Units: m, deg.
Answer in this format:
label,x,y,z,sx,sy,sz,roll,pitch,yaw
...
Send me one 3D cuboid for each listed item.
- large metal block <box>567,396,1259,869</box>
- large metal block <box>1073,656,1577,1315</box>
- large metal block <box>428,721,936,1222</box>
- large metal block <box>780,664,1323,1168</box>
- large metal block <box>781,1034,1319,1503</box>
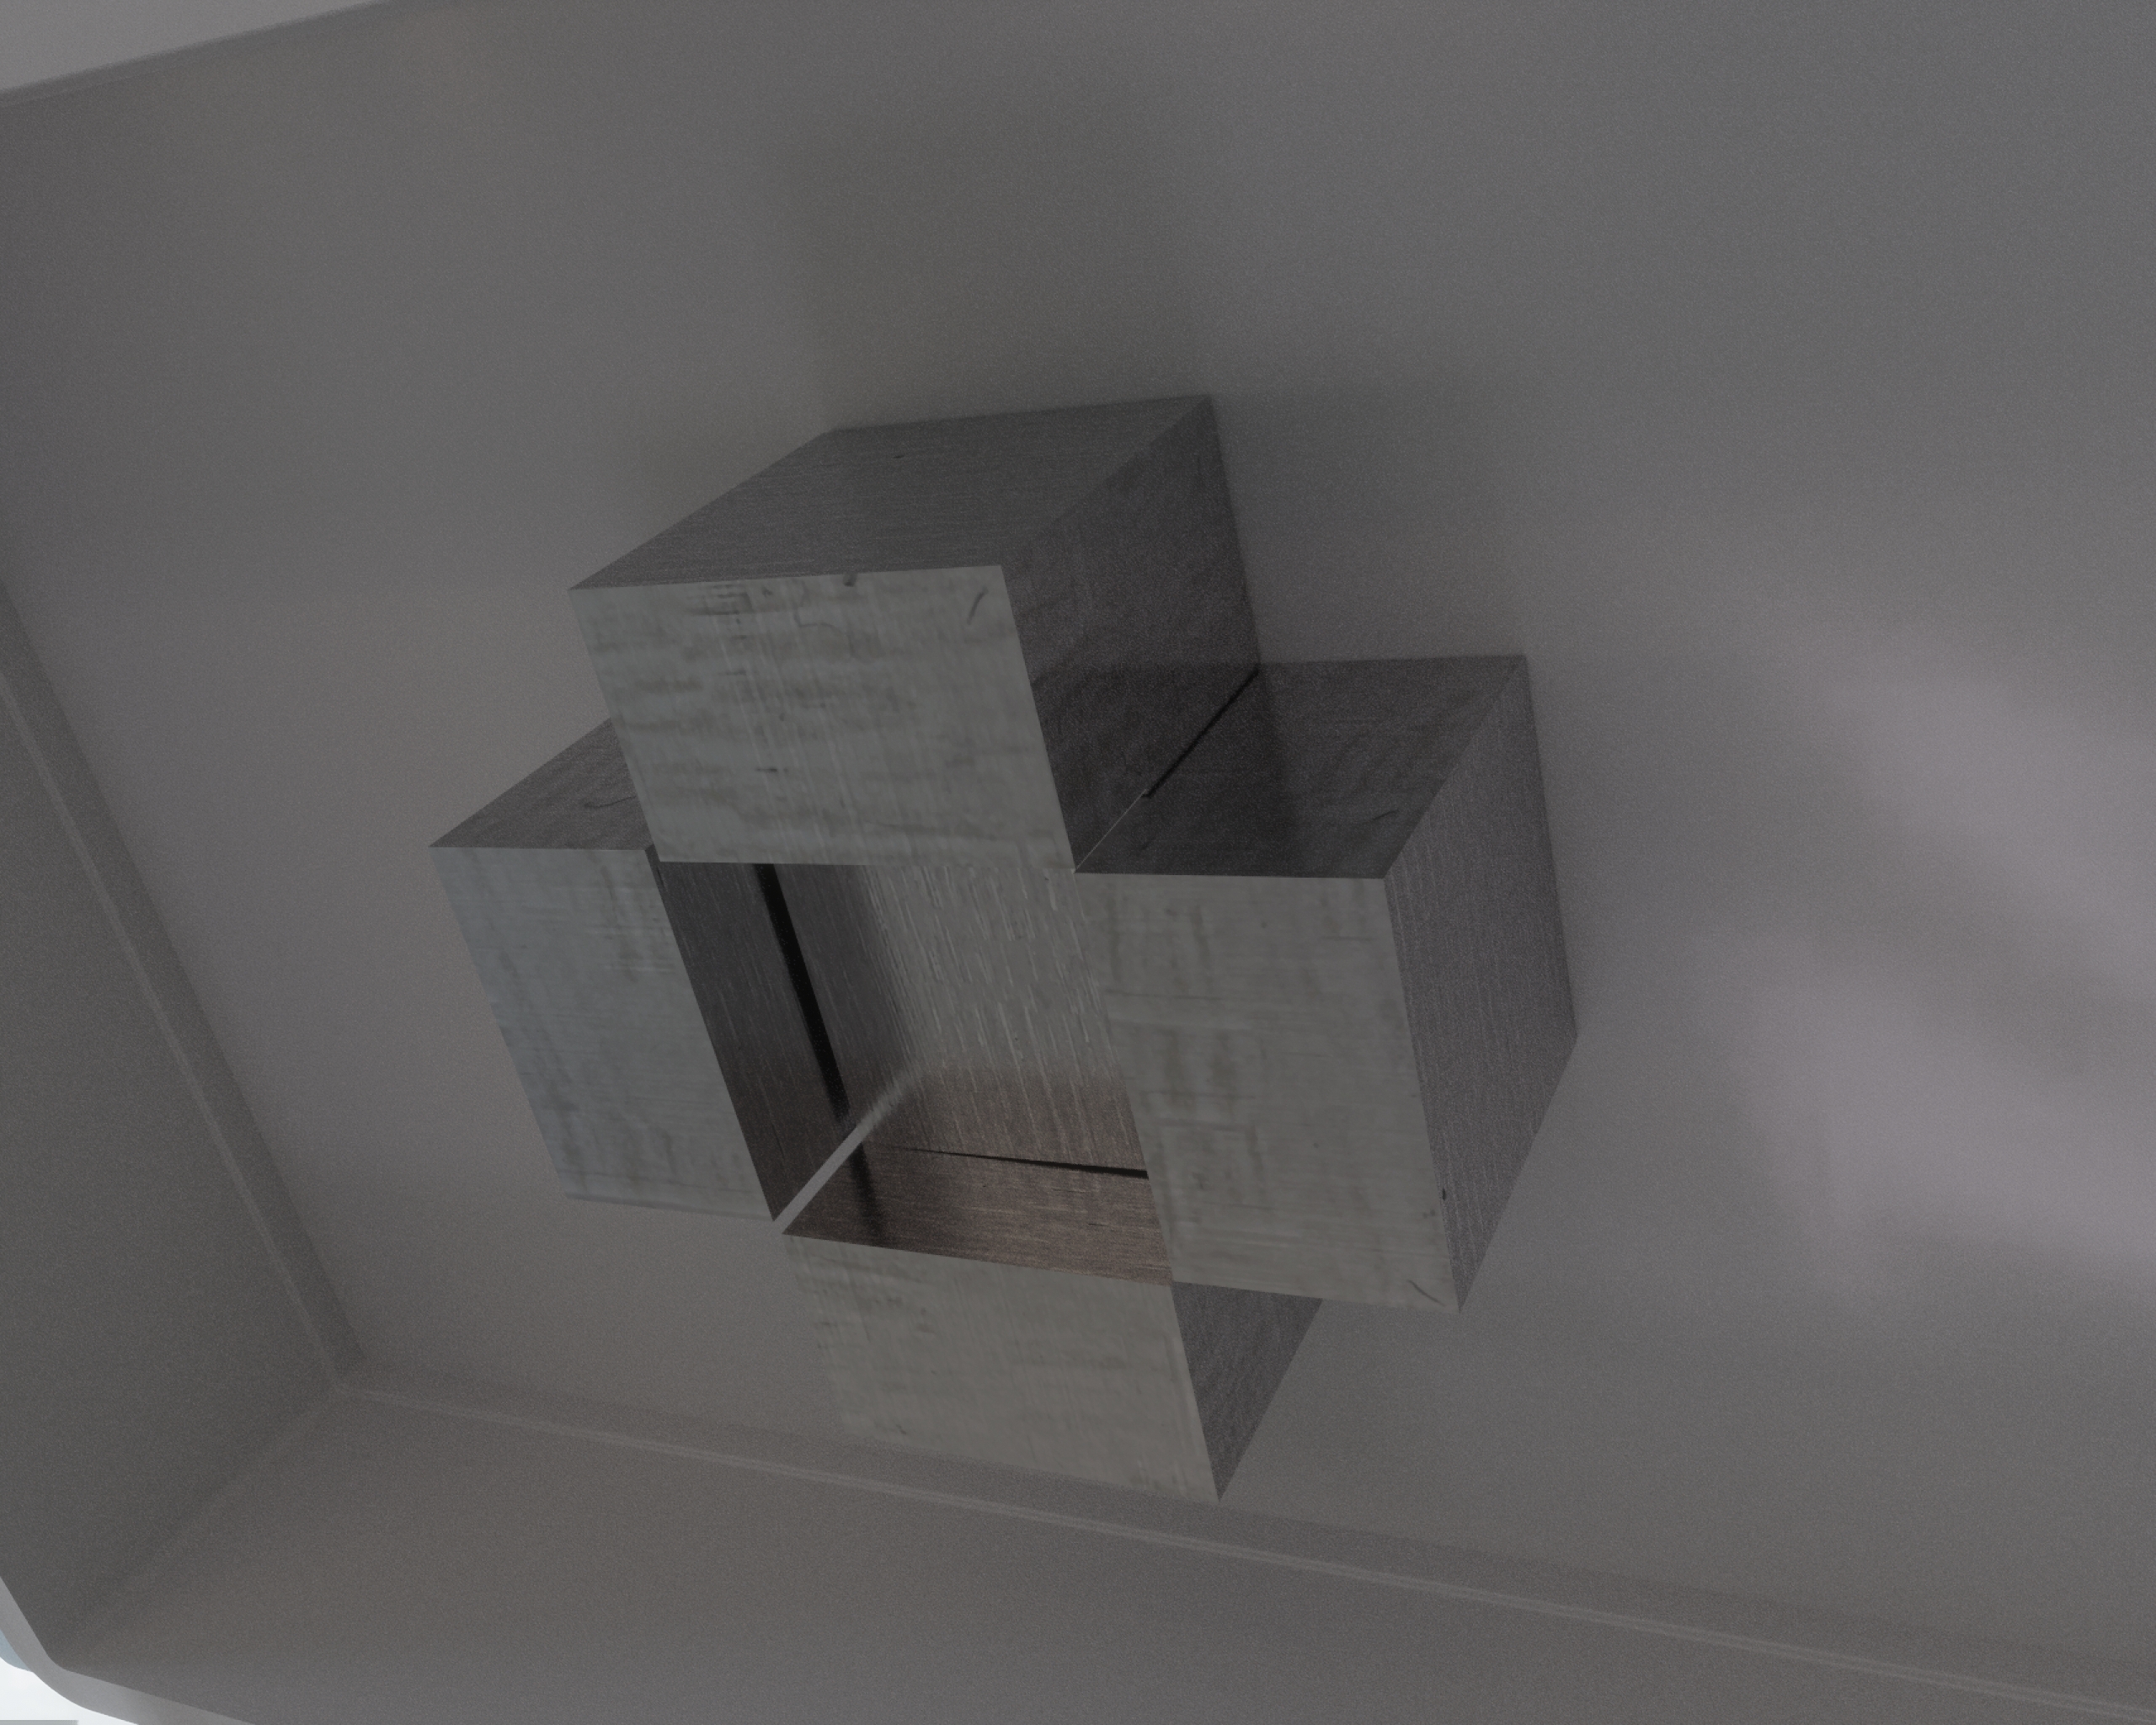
label,x,y,z,sx,sy,sz,roll,pitch,yaw
large metal block,-0.024,-0.040,0.359,0.080,0.080,0.050,1,119,28
large metal block,0.047,0.018,0.358,0.050,0.080,0.080,1,119,28
large metal block,-0.071,0.013,0.418,0.050,0.080,0.080,1,119,28
large metal block,-0.005,0.010,0.398,0.080,0.050,0.080,1,119,28
large metal block,0.002,0.074,0.416,0.080,0.080,0.050,2,119,27
